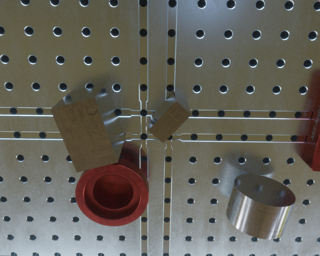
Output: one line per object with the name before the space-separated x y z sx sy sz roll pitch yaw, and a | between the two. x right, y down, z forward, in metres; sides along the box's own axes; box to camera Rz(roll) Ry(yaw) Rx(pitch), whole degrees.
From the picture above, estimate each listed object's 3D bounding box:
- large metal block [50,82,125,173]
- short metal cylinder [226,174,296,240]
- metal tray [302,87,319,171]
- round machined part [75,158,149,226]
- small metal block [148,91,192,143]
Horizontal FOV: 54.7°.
large metal block | -0.083 -0.004 0.382 0.050 0.080 0.080 -14 110 5
short metal cylinder | 0.136 0.105 0.424 0.081 0.080 0.050 8 110 -3
metal tray | 0.252 -0.004 0.411 0.091 0.030 0.129 4 110 -2
round machined part | -0.064 0.085 0.435 0.099 0.042 0.097 0 110 0
small metal block | 0.012 -0.015 0.394 0.025 0.050 0.050 40 105 -14
